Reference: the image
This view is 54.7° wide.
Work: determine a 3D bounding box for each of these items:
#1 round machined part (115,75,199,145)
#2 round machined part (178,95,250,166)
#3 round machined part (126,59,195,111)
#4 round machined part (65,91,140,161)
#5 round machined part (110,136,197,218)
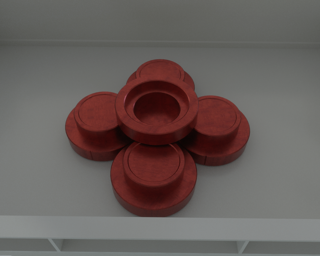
[{"bbox_3d":[-0.003,-0.017,0.379,0.099,0.042,0.098,0,50,0],"label":"round machined part"},{"bbox_3d":[0.065,-0.004,0.394,0.099,0.042,0.098,0,50,0],"label":"round machined part"},{"bbox_3d":[0.000,-0.061,0.441,0.099,0.042,0.098,0,50,0],"label":"round machined part"},{"bbox_3d":[-0.072,-0.009,0.398,0.099,0.042,0.098,0,50,0],"label":"round machined part"},{"bbox_3d":[-0.007,0.048,0.351,0.099,0.042,0.098,1,48,-1],"label":"round machined part"}]
